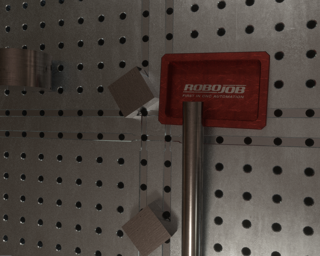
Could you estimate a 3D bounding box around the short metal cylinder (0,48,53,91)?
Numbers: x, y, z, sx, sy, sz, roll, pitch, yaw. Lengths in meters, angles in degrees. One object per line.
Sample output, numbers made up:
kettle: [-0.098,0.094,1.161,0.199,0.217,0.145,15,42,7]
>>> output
short metal cylinder: [-0.200,-0.082,0.452,0.080,0.080,0.050,1,91,19]

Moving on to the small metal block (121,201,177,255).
small metal block: [-0.014,0.136,0.417,0.050,0.025,0.050,-43,77,14]

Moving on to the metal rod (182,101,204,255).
metal rod: [0.039,0.117,0.380,0.025,0.025,0.298,2,98,19]

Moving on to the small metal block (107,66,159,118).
small metal block: [-0.035,-0.048,0.424,0.050,0.025,0.050,-33,80,16]

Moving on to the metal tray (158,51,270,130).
metal tray: [0.066,-0.046,0.386,0.130,0.030,0.089,3,91,19]
